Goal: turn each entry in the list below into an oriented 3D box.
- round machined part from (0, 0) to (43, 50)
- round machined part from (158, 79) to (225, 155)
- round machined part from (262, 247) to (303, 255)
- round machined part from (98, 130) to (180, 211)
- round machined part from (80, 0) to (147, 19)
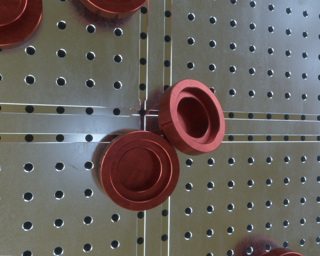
[{"bbox_3d":[-0.181,-0.139,0.337,0.099,0.042,0.097,0,90,-21],"label":"round machined part"},{"bbox_3d":[0.036,-0.011,0.405,0.099,0.042,0.098,15,65,-35],"label":"round machined part"},{"bbox_3d":[0.181,0.231,0.473,0.099,0.042,0.097,0,90,-21],"label":"round machined part"},{"bbox_3d":[-0.028,0.051,0.393,0.099,0.042,0.097,-1,92,-18],"label":"round machined part"},{"bbox_3d":[-0.061,-0.183,0.382,0.099,0.042,0.097,0,90,-21],"label":"round machined part"}]
